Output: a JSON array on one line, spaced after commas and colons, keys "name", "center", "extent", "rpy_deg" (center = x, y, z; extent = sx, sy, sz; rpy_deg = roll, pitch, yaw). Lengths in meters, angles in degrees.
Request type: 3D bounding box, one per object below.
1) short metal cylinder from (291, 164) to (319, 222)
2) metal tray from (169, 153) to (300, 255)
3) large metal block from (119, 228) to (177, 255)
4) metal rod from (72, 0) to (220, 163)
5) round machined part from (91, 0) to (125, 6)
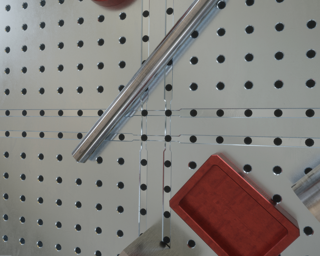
[{"name": "short metal cylinder", "center": [0.184, 0.076, 0.319], "extent": [0.050, 0.080, 0.080], "rpy_deg": [-44, 77, 15]}, {"name": "metal tray", "center": [0.088, 0.105, 0.378], "extent": [0.130, 0.030, 0.090], "rpy_deg": [43, 103, 14]}, {"name": "large metal block", "center": [-0.014, 0.184, 0.387], "extent": [0.080, 0.080, 0.050], "rpy_deg": [40, 103, 15]}, {"name": "metal rod", "center": [-0.022, -0.067, 0.419], "extent": [0.025, 0.025, 0.299], "rpy_deg": [44, 103, 14]}, {"name": "round machined part", "center": [-0.078, -0.226, 0.430], "extent": [0.098, 0.042, 0.097], "rpy_deg": [0, 90, 19]}]
